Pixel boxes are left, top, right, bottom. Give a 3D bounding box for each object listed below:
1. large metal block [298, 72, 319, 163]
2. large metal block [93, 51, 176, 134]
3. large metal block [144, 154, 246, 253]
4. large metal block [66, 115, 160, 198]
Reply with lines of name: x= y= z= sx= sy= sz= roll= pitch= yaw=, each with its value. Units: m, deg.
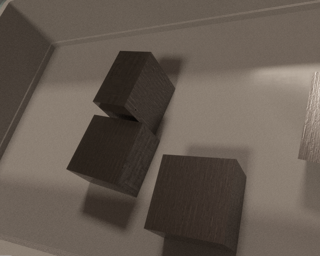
large metal block: x=0.178 y=-0.006 z=0.277 sx=0.080 sy=0.050 sz=0.079 roll=12 pitch=104 yaw=33
large metal block: x=-0.030 y=-0.045 z=0.412 sx=0.050 sy=0.080 sz=0.080 roll=11 pitch=67 yaw=32
large metal block: x=0.039 y=0.076 z=0.321 sx=0.080 sy=0.050 sz=0.080 roll=1 pitch=62 yaw=28
large metal block: x=-0.058 y=0.034 z=0.398 sx=0.080 sy=0.050 sz=0.080 roll=10 pitch=67 yaw=32
